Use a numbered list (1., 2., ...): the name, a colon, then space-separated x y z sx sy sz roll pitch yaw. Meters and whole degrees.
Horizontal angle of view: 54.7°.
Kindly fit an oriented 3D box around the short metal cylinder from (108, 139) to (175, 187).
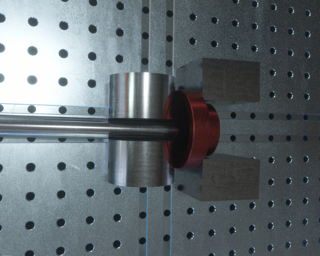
1. short metal cylinder: -0.022 0.039 0.374 0.081 0.080 0.050 1 90 -20

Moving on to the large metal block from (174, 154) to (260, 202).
1. large metal block: 0.073 0.062 0.411 0.081 0.080 0.050 3 89 -20

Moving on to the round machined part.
1. round machined part: 0.040 0.002 0.388 0.042 0.098 0.097 1 90 -20

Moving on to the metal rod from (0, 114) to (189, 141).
1. metal rod: -0.105 0.000 0.361 0.302 0.025 0.025 2 90 -16

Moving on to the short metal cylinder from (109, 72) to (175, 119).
1. short metal cylinder: -0.022 -0.036 0.375 0.081 0.080 0.050 1 91 -20

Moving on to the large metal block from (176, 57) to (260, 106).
1. large metal block: 0.073 -0.058 0.411 0.081 0.080 0.050 0 90 -20
